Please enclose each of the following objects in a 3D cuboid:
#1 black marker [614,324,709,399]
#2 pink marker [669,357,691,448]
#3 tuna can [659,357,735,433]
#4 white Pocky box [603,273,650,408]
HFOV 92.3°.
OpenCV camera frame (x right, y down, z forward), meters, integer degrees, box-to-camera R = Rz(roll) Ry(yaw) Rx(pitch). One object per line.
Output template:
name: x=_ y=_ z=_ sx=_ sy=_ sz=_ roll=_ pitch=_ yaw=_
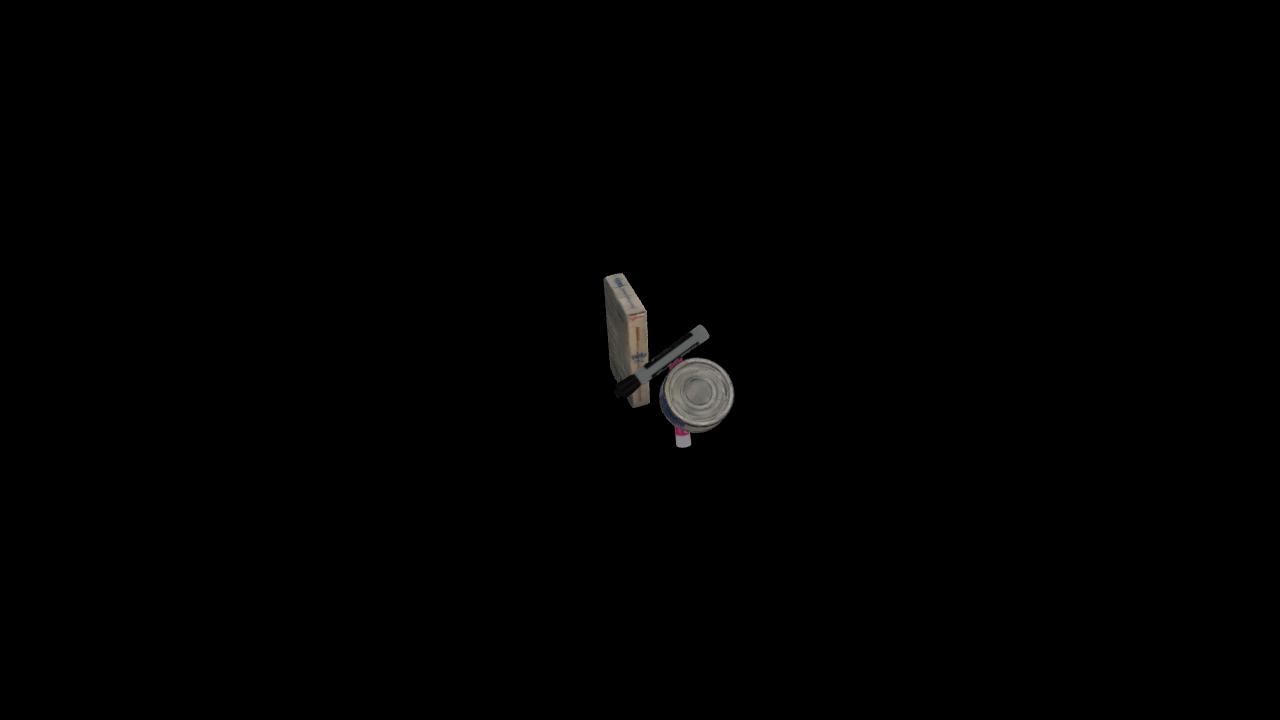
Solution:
black marker: x=0.023 y=0.003 z=0.665 sx=0.121 sy=0.020 sz=0.020 roll=-35 pitch=7 yaw=-10
pink marker: x=0.047 y=0.046 z=0.747 sx=0.020 sy=0.121 sz=0.020 roll=-6 pitch=10 yaw=1
tuna can: x=0.066 y=0.040 z=0.712 sx=0.084 sy=0.084 sz=0.034 roll=0 pitch=-18 yaw=-6
white Pocky box: x=-0.016 y=-0.021 z=0.758 sx=0.028 sy=0.154 sz=0.084 roll=-16 pitch=45 yaw=-14
